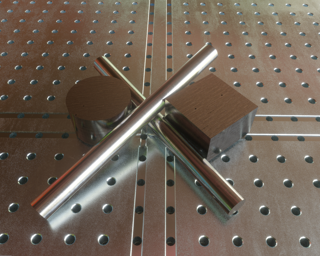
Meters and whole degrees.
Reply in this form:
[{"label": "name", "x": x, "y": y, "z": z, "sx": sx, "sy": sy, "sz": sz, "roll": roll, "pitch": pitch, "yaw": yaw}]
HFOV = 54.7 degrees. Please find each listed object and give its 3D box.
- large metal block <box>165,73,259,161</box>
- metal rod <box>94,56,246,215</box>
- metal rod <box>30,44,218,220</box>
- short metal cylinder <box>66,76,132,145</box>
[{"label": "large metal block", "x": 0.063, "y": -0.015, "z": 0.399, "sx": 0.081, "sy": 0.050, "sz": 0.080, "roll": -31, "pitch": 57, "yaw": -24}, {"label": "metal rod", "x": -0.005, "y": -0.008, "z": 0.409, "sx": 0.025, "sy": 0.025, "sz": 0.300, "roll": -29, "pitch": 56, "yaw": -22}, {"label": "metal rod", "x": -0.029, "y": -0.009, "z": 0.383, "sx": 0.025, "sy": 0.025, "sz": 0.301, "roll": 35, "pitch": 66, "yaw": 25}, {"label": "short metal cylinder", "x": -0.077, "y": -0.023, "z": 0.405, "sx": 0.081, "sy": 0.050, "sz": 0.080, "roll": 0, "pitch": 50, "yaw": 0}]
